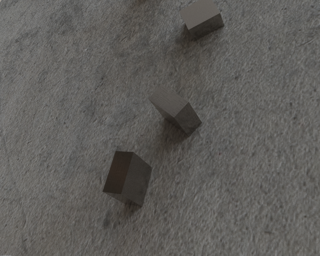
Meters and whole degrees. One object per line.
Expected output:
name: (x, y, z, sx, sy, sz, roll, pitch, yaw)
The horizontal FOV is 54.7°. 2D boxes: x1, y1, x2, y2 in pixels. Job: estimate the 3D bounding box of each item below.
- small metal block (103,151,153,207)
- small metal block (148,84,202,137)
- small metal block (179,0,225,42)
small metal block: (-0.037, 0.061, 0.368, 0.025, 0.050, 0.050, 1, 62, 28)
small metal block: (0.020, -0.022, 0.390, 0.025, 0.050, 0.050, -48, 52, -5)
small metal block: (0.063, -0.168, 0.472, 0.050, 0.025, 0.050, -25, 53, 12)
